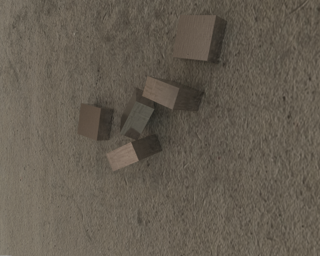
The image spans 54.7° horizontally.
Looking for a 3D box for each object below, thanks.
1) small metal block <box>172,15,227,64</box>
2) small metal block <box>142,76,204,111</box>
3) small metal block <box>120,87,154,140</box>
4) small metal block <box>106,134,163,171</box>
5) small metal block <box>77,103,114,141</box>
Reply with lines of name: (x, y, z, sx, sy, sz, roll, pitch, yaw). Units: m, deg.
small metal block: (0.046, -0.105, 0.367, 0.050, 0.025, 0.050, 17, 101, 38)
small metal block: (0.016, -0.041, 0.375, 0.050, 0.050, 0.025, 27, 107, 36)
small metal block: (-0.031, -0.019, 0.414, 0.050, 0.025, 0.050, -61, 17, 22)
small metal block: (-0.034, 0.033, 0.414, 0.050, 0.050, 0.025, -26, 85, 37)
small metal block: (-0.103, -0.010, 0.490, 0.050, 0.025, 0.050, 15, 100, 39)
